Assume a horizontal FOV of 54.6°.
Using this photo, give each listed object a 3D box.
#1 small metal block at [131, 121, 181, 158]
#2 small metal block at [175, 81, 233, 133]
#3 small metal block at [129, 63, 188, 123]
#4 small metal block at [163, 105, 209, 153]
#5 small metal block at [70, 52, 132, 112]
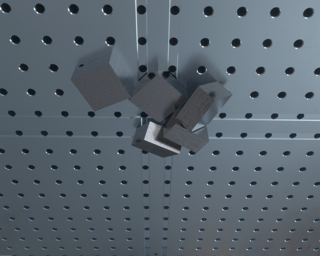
[{"bbox_3d":[-0.004,0.017,0.410,0.050,0.025,0.050,23,161,-19],"label":"small metal block"},{"bbox_3d":[0.053,-0.026,0.369,0.025,0.050,0.050,46,124,16],"label":"small metal block"},{"bbox_3d":[-0.002,-0.041,0.376,0.050,0.025,0.050,37,121,-27],"label":"small metal block"},{"bbox_3d":[0.032,-0.003,0.393,0.050,0.050,0.025,27,125,-22],"label":"small metal block"},{"bbox_3d":[-0.067,-0.053,0.366,0.050,0.025,0.050,-19,128,15],"label":"small metal block"}]
